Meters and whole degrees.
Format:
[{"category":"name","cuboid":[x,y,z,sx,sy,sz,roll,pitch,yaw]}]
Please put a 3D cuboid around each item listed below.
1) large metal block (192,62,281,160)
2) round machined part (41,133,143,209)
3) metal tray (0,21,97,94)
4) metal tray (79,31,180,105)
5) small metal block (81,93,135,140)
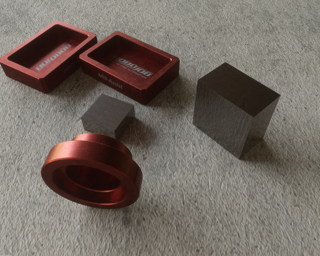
[{"category":"large metal block","cuboid":[0.090,-0.021,0.386,0.050,0.080,0.080,-35,59,-26]},{"category":"round machined part","cuboid":[-0.066,0.042,0.320,0.099,0.097,0.042,6,50,5]},{"category":"metal tray","cuboid":[-0.173,-0.118,0.497,0.090,0.030,0.130,24,54,18]},{"category":"metal tray","cuboid":[-0.047,-0.097,0.481,0.130,0.030,0.090,30,56,22]},{"category":"small metal block","cuboid":[-0.068,-0.014,0.414,0.050,0.025,0.050,20,53,16]}]
